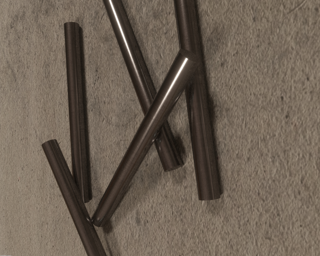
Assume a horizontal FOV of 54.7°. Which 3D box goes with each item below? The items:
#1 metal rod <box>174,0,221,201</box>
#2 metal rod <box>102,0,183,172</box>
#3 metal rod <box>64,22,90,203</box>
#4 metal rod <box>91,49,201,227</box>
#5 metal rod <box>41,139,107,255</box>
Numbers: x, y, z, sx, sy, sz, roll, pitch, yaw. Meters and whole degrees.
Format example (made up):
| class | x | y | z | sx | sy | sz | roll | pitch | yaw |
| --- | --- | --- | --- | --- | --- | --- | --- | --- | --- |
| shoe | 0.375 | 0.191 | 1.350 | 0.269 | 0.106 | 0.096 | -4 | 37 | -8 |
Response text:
| class | x | y | z | sx | sy | sz | roll | pitch | yaw |
| --- | --- | --- | --- | --- | --- | --- | --- | --- | --- |
| metal rod | 0.040 | -0.066 | 0.370 | 0.025 | 0.025 | 0.298 | -11 | 83 | 39 |
| metal rod | -0.033 | -0.084 | 0.429 | 0.025 | 0.025 | 0.299 | -32 | 70 | 35 |
| metal rod | -0.139 | -0.027 | 0.516 | 0.025 | 0.025 | 0.298 | -7 | 86 | 39 |
| metal rod | -0.031 | 0.034 | 0.401 | 0.025 | 0.025 | 0.298 | 50 | 127 | 28 |
| metal rod | -0.113 | 0.154 | 0.472 | 0.025 | 0.025 | 0.299 | -35 | 76 | 34 |
